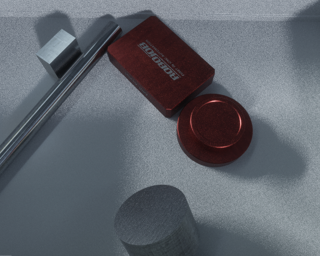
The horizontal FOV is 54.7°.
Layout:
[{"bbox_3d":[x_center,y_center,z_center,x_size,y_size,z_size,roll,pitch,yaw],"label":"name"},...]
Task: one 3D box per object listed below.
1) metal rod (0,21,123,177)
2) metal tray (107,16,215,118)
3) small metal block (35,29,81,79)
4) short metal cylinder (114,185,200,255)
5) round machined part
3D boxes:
[{"bbox_3d":[-0.149,-0.033,0.419,0.025,0.025,0.300,32,73,10],"label":"metal rod"},{"bbox_3d":[0.001,-0.089,0.440,0.090,0.030,0.130,-40,75,-14],"label":"metal tray"},{"bbox_3d":[-0.137,-0.100,0.431,0.025,0.050,0.050,35,74,11],"label":"small metal block"},{"bbox_3d":[-0.002,0.108,0.335,0.080,0.050,0.080,-16,30,10],"label":"short metal cylinder"},{"bbox_3d":[0.072,-0.001,0.402,0.099,0.042,0.098,0,70,-1],"label":"round machined part"}]
